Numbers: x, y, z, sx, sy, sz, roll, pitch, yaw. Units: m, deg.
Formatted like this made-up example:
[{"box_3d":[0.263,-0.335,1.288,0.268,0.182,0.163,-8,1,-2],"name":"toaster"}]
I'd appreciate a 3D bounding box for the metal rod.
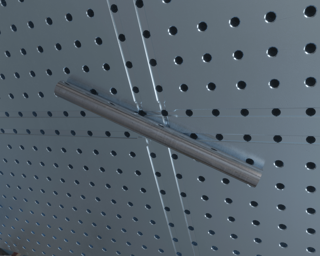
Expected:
[{"box_3d":[-0.011,0.002,0.417,0.301,0.025,0.025,24,127,12],"name":"metal rod"}]
